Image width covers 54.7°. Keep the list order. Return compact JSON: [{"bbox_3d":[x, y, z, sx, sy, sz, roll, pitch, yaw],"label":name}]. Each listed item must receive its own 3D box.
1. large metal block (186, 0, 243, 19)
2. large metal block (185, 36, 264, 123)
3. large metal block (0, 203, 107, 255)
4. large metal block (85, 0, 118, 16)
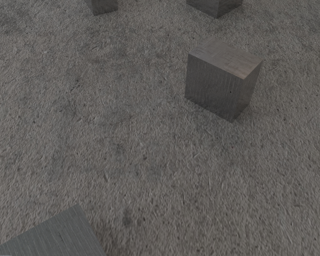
[{"bbox_3d":[0.110,-0.269,0.613,0.080,0.050,0.080,-36,59,-26],"label":"large metal block"},{"bbox_3d":[0.083,-0.066,0.423,0.080,0.080,0.050,32,57,24],"label":"large metal block"},{"bbox_3d":[-0.089,0.129,0.277,0.081,0.050,0.080,-27,55,-21],"label":"large metal block"},{"bbox_3d":[-0.122,-0.279,0.601,0.050,0.080,0.080,-20,53,-16],"label":"large metal block"}]
